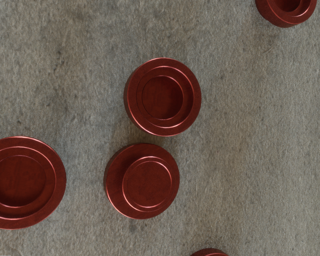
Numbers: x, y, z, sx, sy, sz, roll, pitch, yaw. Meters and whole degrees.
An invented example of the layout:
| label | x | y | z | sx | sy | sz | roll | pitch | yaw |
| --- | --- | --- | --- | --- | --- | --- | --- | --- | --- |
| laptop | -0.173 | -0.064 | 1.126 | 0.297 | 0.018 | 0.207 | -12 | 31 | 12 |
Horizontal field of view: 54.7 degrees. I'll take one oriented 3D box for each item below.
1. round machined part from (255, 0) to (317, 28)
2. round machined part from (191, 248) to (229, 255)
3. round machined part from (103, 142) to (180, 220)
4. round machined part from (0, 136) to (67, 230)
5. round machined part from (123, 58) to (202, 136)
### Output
| label | x | y | z | sx | sy | sz | roll | pitch | yaw |
| --- | --- | --- | --- | --- | --- | --- | --- | --- | --- |
| round machined part | 0.185 | -0.201 | 0.470 | 0.099 | 0.042 | 0.097 | 0 | 90 | -21 |
| round machined part | 0.074 | 0.223 | 0.429 | 0.099 | 0.042 | 0.097 | 0 | 90 | -21 |
| round machined part | -0.019 | 0.068 | 0.394 | 0.099 | 0.042 | 0.097 | 0 | 90 | -21 |
| round machined part | -0.156 | 0.057 | 0.343 | 0.099 | 0.042 | 0.097 | 0 | 90 | -21 |
| round machined part | 0.001 | -0.038 | 0.401 | 0.099 | 0.042 | 0.097 | 0 | 90 | -21 |
